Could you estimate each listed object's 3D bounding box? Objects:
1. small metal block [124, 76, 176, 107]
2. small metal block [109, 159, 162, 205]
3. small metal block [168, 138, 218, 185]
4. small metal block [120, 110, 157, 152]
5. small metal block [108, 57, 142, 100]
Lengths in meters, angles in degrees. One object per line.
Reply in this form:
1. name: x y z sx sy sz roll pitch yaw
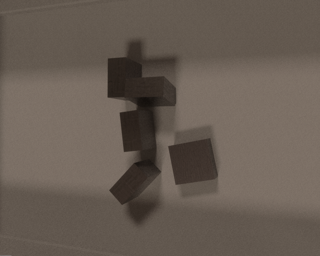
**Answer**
1. small metal block: -0.011 -0.046 0.398 0.050 0.050 0.025 0 81 19
2. small metal block: -0.031 0.070 0.407 0.025 0.050 0.050 45 104 14
3. small metal block: 0.042 0.042 0.395 0.050 0.025 0.050 -12 86 19
4. small metal block: -0.028 0.004 0.406 0.025 0.050 0.050 -7 88 20
5. small metal block: -0.046 -0.064 0.412 0.025 0.050 0.050 0 90 20
